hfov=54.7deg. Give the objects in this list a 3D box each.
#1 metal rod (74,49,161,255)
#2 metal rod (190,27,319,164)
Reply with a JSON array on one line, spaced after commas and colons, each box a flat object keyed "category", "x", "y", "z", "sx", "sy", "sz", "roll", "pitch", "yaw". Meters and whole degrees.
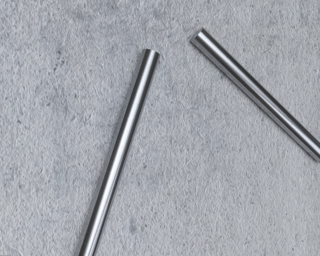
[{"category": "metal rod", "x": -0.056, "y": 0.044, "z": 0.389, "sx": 0.025, "sy": 0.025, "sz": 0.299, "roll": 20, "pitch": 83, "yaw": -19}, {"category": "metal rod", "x": 0.163, "y": -0.039, "z": 0.470, "sx": 0.301, "sy": 0.025, "sz": 0.025, "roll": 39, "pitch": 78, "yaw": -16}]
